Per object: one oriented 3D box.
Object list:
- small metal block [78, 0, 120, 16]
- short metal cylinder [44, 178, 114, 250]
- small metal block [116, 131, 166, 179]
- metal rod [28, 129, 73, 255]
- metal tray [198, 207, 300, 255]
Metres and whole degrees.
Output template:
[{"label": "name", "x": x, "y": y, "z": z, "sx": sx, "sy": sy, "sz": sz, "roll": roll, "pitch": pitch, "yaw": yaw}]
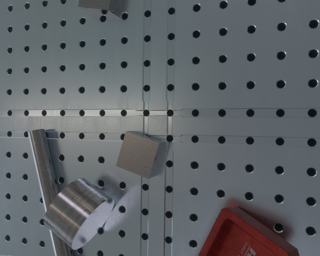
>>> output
[{"label": "small metal block", "x": -0.084, "y": -0.191, "z": 0.442, "sx": 0.050, "sy": 0.025, "sz": 0.050, "roll": 14, "pitch": 95, "yaw": 19}, {"label": "short metal cylinder", "x": -0.108, "y": 0.116, "z": 0.422, "sx": 0.050, "sy": 0.080, "sz": 0.080, "roll": 33, "pitch": 101, "yaw": 17}, {"label": "small metal block", "x": -0.026, "y": 0.035, "z": 0.422, "sx": 0.050, "sy": 0.025, "sz": 0.050, "roll": 18, "pitch": 96, "yaw": 19}, {"label": "metal rod", "x": -0.154, "y": 0.149, "z": 0.466, "sx": 0.025, "sy": 0.025, "sz": 0.298, "roll": -16, "pitch": 85, "yaw": 19}, {"label": "metal tray", "x": 0.087, "y": 0.171, "z": 0.360, "sx": 0.090, "sy": 0.030, "sz": 0.129, "roll": 32, "pitch": 101, "yaw": 41}]
